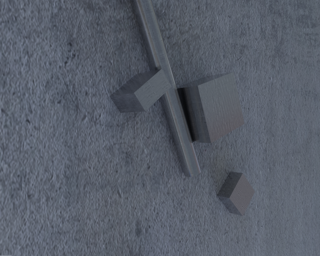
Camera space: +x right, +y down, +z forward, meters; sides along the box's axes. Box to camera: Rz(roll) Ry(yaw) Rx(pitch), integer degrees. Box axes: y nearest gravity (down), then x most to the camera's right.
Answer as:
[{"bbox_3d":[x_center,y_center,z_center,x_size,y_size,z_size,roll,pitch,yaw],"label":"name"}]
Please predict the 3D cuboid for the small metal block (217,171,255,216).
[{"bbox_3d":[0.127,0.109,0.515,0.050,0.025,0.050,52,59,-28],"label":"small metal block"}]

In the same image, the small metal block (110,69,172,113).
[{"bbox_3d":[-0.023,-0.044,0.371,0.050,0.050,0.025,-46,118,-30],"label":"small metal block"}]

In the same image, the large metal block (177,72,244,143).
[{"bbox_3d":[0.072,-0.031,0.451,0.081,0.050,0.080,-25,106,-38],"label":"large metal block"}]

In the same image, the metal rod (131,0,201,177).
[{"bbox_3d":[0.004,-0.073,0.409,0.025,0.025,0.298,-29,108,-37],"label":"metal rod"}]
